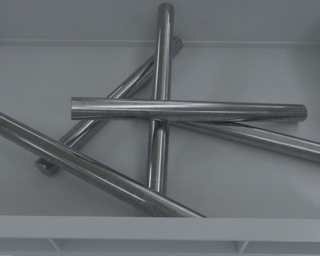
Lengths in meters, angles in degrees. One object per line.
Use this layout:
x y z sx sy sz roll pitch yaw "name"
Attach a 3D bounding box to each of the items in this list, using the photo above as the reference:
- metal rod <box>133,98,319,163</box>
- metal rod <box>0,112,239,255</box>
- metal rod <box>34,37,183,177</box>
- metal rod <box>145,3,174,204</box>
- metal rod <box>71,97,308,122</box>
0.105 0.007 0.399 0.301 0.025 0.025 14 52 12 "metal rod"
-0.064 0.051 0.331 0.301 0.025 0.025 24 54 15 "metal rod"
-0.055 -0.048 0.444 0.025 0.025 0.301 27 55 21 "metal rod"
0.002 -0.051 0.408 0.025 0.025 0.299 2 62 2 "metal rod"
0.049 -0.021 0.377 0.302 0.025 0.025 0 49 -18 "metal rod"
